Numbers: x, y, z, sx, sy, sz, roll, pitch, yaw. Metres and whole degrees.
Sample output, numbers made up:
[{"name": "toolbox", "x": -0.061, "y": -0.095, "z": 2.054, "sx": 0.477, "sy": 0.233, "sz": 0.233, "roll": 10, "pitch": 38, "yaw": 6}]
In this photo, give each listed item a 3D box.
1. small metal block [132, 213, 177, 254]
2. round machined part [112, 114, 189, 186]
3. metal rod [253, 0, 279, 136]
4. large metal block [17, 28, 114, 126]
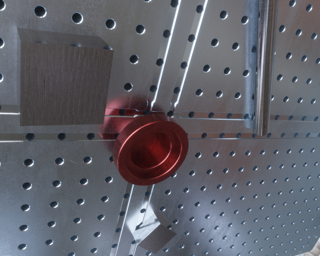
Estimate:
[{"name": "small metal block", "x": -0.009, "y": 0.176, "z": 0.516, "sx": 0.050, "sy": 0.025, "sz": 0.050, "roll": -44, "pitch": 130, "yaw": 2}, {"name": "round machined part", "x": -0.015, "y": 0.024, "z": 0.407, "sx": 0.099, "sy": 0.042, "sz": 0.097, "roll": -14, "pitch": 124, "yaw": -21}, {"name": "metal rod", "x": 0.143, "y": -0.115, "z": 0.417, "sx": 0.025, "sy": 0.025, "sz": 0.298, "roll": -22, "pitch": 127, "yaw": -16}, {"name": "large metal block", "x": -0.098, "y": -0.050, "z": 0.311, "sx": 0.081, "sy": 0.050, "sz": 0.079, "roll": -2, "pitch": 119, "yaw": -28}]
